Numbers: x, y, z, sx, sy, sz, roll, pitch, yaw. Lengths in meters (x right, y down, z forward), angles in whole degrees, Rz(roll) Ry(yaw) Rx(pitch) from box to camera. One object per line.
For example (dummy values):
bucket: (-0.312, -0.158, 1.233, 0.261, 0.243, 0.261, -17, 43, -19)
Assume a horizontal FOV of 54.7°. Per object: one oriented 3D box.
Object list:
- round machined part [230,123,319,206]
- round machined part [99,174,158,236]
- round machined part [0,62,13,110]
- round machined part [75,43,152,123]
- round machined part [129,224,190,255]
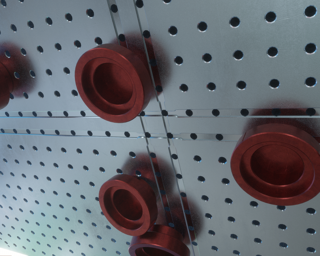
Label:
round machined part: (0.134, 0.037, 0.352, 0.098, 0.042, 0.097, 13, 124, 20)
round machined part: (-0.045, 0.116, 0.487, 0.098, 0.042, 0.097, 13, 116, 28)
round machined part: (-0.279, -0.075, 0.498, 0.098, 0.042, 0.097, 13, 124, 20)
round machined part: (-0.054, -0.058, 0.391, 0.098, 0.042, 0.097, 13, 124, 20)
round machined part: (0.002, 0.194, 0.507, 0.098, 0.042, 0.097, 10, 136, 10)
